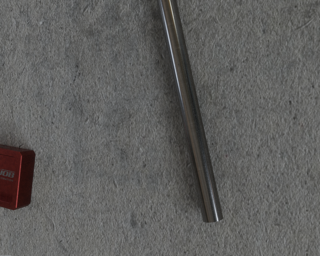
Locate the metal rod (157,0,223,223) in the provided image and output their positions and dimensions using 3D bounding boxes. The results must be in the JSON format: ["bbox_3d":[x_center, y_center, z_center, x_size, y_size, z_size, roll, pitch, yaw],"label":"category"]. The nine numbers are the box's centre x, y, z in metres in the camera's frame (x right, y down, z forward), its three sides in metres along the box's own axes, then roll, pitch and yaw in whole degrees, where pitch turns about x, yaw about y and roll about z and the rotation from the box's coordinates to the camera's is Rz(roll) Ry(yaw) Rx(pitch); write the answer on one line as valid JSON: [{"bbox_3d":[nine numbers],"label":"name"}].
[{"bbox_3d":[0.036,-0.032,0.395,0.025,0.025,0.298,-13,86,19],"label":"metal rod"}]

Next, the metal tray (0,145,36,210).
[{"bbox_3d":[-0.267,0.072,0.497,0.130,0.030,0.089,8,93,19],"label":"metal tray"}]
